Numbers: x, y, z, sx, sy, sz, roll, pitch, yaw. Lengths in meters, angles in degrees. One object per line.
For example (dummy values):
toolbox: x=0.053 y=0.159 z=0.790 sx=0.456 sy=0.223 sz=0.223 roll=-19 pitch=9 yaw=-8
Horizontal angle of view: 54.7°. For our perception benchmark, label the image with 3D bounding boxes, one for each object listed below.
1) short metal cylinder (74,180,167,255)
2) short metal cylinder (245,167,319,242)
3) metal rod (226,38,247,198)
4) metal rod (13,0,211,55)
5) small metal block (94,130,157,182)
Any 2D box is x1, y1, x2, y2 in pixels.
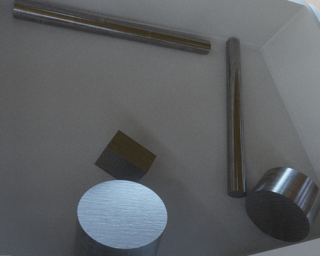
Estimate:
short metal cylinder: x=-0.038 y=0.095 z=0.291 sx=0.081 sy=0.050 sz=0.080 roll=10 pitch=31 yaw=-6
short metal cylinder: x=0.158 y=0.098 z=0.399 sx=0.080 sy=0.080 sz=0.050 roll=48 pitch=51 yaw=5
metal rod: x=0.119 y=-0.035 z=0.493 sx=0.025 sy=0.025 sz=0.300 roll=20 pitch=54 yaw=-17
metal rod: x=-0.054 y=-0.147 z=0.467 sx=0.303 sy=0.025 sz=0.025 roll=3 pitch=60 yaw=-27
small metal block: x=-0.040 y=0.036 z=0.347 sx=0.050 sy=0.050 sz=0.025 roll=35 pitch=51 yaw=-5
